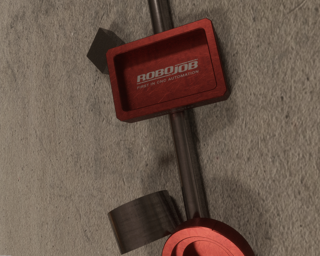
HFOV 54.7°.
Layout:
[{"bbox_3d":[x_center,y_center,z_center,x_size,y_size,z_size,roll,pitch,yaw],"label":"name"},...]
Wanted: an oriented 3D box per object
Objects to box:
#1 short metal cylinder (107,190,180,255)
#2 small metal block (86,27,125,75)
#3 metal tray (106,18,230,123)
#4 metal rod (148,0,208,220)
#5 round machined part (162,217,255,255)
[{"bbox_3d":[-0.018,0.116,0.382,0.080,0.081,0.050,-35,68,34],"label":"short metal cylinder"},{"bbox_3d":[-0.079,-0.115,0.468,0.050,0.025,0.050,47,118,29],"label":"small metal block"},{"bbox_3d":[0.007,-0.063,0.363,0.130,0.030,0.090,-13,81,16],"label":"metal tray"},{"bbox_3d":[0.019,-0.037,0.387,0.025,0.025,0.298,-16,80,38],"label":"metal rod"},{"bbox_3d":[0.055,0.142,0.335,0.098,0.042,0.097,6,104,24],"label":"round machined part"}]
